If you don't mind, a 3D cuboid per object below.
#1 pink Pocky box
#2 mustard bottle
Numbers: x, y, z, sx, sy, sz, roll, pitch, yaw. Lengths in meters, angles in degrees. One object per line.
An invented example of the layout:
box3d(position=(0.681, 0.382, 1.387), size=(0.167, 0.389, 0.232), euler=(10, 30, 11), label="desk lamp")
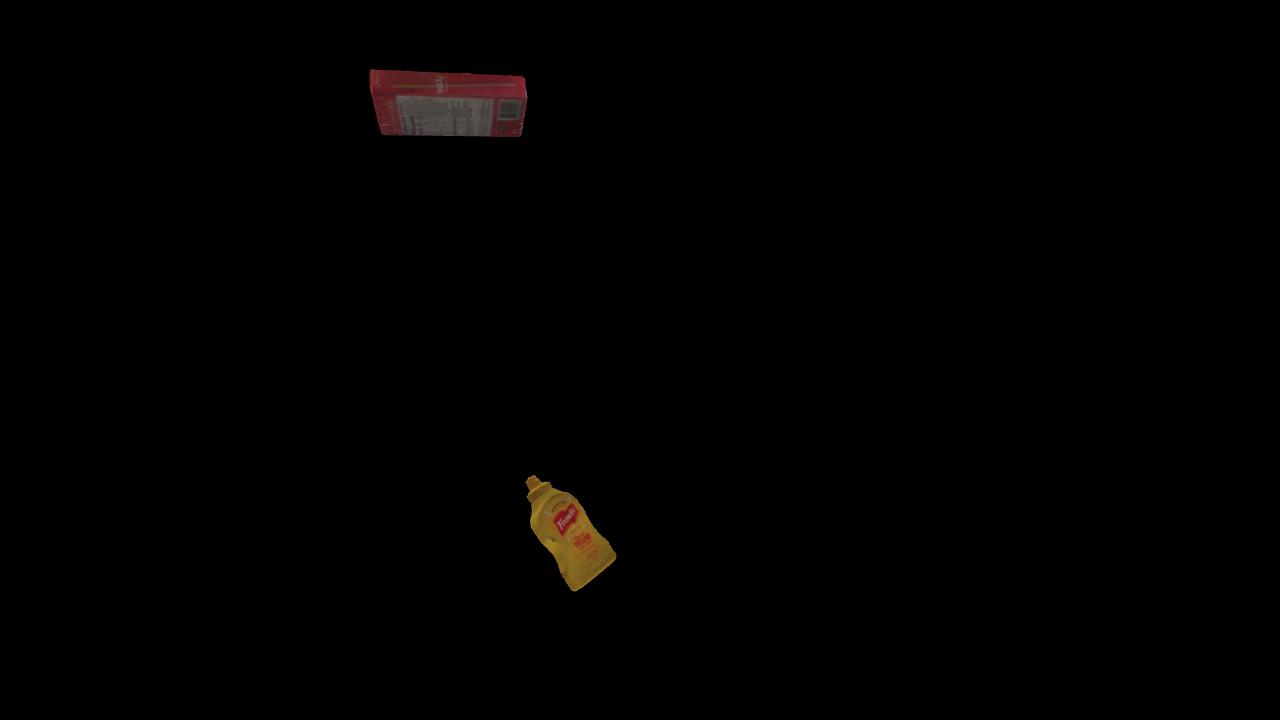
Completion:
box3d(position=(-0.204, -0.274, 0.664), size=(0.155, 0.029, 0.084), euler=(-6, -8, -17), label="pink Pocky box")
box3d(position=(-0.121, 0.258, 0.960), size=(0.092, 0.184, 0.054), euler=(-28, -12, -41), label="mustard bottle")
